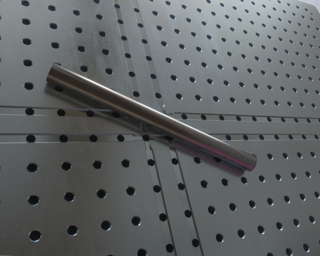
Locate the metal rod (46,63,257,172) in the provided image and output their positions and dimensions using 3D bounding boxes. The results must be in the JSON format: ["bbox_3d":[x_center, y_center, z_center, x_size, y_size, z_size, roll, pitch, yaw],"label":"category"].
[{"bbox_3d":[0.000,-0.008,0.415,0.302,0.025,0.025,24,53,-14],"label":"metal rod"}]
